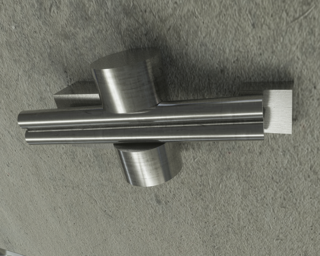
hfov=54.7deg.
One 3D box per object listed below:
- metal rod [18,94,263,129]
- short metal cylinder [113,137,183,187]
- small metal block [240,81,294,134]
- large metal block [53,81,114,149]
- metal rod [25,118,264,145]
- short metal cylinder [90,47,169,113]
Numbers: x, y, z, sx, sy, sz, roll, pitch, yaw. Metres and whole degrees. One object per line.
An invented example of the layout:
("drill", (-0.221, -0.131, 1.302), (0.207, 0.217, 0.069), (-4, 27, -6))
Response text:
("metal rod", (-0.039, -0.016, 0.361), (0.301, 0.025, 0.025), (-2, 118, 20))
("short metal cylinder", (-0.014, 0.031, 0.399), (0.080, 0.080, 0.050), (2, 119, 27))
("small metal block", (0.116, -0.023, 0.333), (0.050, 0.025, 0.050), (3, 120, 27))
("large metal block", (-0.087, -0.019, 0.427), (0.080, 0.050, 0.080), (2, 119, 27))
("metal rod", (-0.034, 0.006, 0.372), (0.301, 0.025, 0.025), (-2, 118, 20))
("short metal cylinder", (-0.034, -0.057, 0.355), (0.080, 0.080, 0.050), (2, 119, 27))
